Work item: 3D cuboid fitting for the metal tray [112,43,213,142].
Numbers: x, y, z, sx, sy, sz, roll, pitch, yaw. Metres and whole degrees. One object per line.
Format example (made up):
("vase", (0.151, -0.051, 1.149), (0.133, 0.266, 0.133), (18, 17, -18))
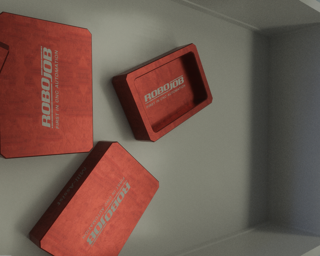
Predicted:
("metal tray", (0.009, -0.049, 0.412), (0.131, 0.030, 0.090), (-34, 111, -35))

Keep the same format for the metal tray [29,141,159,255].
("metal tray", (-0.066, 0.090, 0.349), (0.090, 0.030, 0.130), (49, 61, -29))

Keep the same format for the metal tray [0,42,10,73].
("metal tray", (-0.161, -0.003, 0.229), (0.030, 0.090, 0.130), (26, 74, -38))

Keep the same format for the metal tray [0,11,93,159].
("metal tray", (-0.115, -0.038, 0.308), (0.091, 0.030, 0.129), (-1, 91, -40))
